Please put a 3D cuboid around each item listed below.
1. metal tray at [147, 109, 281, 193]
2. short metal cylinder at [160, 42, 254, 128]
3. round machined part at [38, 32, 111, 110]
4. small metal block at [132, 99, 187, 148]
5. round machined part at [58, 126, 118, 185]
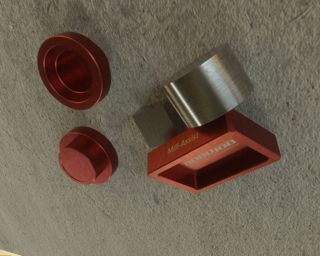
[{"bbox_3d":[0.059,0.033,0.363,0.090,0.030,0.130,26,137,-33],"label":"metal tray"},{"bbox_3d":[0.048,-0.044,0.318,0.080,0.080,0.050,-26,104,36],"label":"short metal cylinder"},{"bbox_3d":[-0.105,-0.076,0.402,0.098,0.042,0.097,13,124,20],"label":"round machined part"},{"bbox_3d":[0.000,-0.006,0.402,0.050,0.025,0.050,-16,110,34],"label":"small metal block"},{"bbox_3d":[-0.119,0.050,0.487,0.098,0.042,0.097,13,124,20],"label":"round machined part"}]
